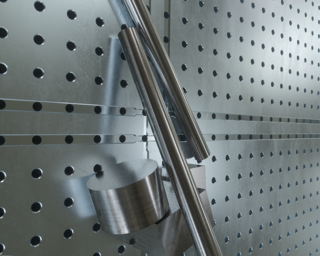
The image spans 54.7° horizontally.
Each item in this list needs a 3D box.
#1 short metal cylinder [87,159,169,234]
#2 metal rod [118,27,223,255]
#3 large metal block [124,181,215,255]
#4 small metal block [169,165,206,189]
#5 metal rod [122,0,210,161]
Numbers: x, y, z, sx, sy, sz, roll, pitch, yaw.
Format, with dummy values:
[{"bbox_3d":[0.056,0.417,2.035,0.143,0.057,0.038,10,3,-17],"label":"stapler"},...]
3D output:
[{"bbox_3d":[-0.035,0.073,0.346,0.081,0.080,0.050,-24,106,-38],"label":"short metal cylinder"},{"bbox_3d":[0.011,0.021,0.349,0.025,0.025,0.299,-10,75,-40],"label":"metal rod"},{"bbox_3d":[0.007,0.110,0.381,0.081,0.080,0.050,-25,106,-38],"label":"large metal block"},{"bbox_3d":[0.040,0.081,0.445,0.050,0.025,0.050,-4,93,-40],"label":"small metal block"},{"bbox_3d":[0.003,-0.084,0.412,0.025,0.025,0.299,-40,115,-33],"label":"metal rod"}]
